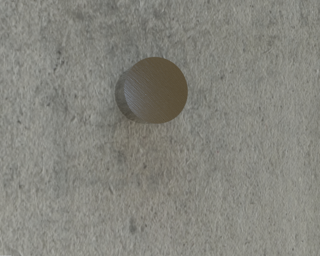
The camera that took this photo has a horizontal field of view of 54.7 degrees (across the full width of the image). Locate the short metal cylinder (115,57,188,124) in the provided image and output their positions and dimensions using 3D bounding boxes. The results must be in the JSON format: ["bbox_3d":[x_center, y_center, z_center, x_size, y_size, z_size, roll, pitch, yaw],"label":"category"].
[{"bbox_3d":[-0.012,-0.045,0.392,0.081,0.050,0.079,0,90,-20],"label":"short metal cylinder"}]
